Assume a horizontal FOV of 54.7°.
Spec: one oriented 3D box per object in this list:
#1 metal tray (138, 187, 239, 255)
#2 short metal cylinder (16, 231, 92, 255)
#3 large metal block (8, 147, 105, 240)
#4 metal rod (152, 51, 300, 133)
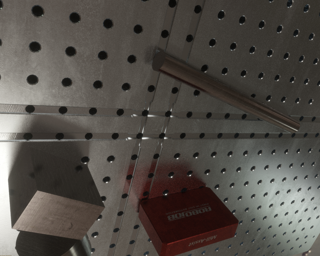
[{"bbox_3d":[0.043,0.141,0.482,0.131,0.090,0.030,-6,121,-26],"label":"metal tray"},{"bbox_3d":[-0.134,0.150,0.396,0.081,0.080,0.050,-20,126,-17],"label":"short metal cylinder"},{"bbox_3d":[-0.121,0.075,0.357,0.080,0.080,0.050,27,103,-38],"label":"large metal block"},{"bbox_3d":[0.115,-0.041,0.450,0.302,0.025,0.025,18,109,-36],"label":"metal rod"}]
